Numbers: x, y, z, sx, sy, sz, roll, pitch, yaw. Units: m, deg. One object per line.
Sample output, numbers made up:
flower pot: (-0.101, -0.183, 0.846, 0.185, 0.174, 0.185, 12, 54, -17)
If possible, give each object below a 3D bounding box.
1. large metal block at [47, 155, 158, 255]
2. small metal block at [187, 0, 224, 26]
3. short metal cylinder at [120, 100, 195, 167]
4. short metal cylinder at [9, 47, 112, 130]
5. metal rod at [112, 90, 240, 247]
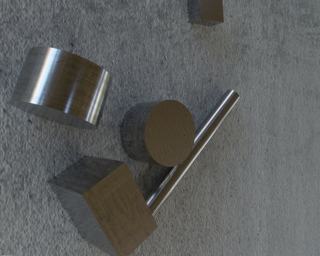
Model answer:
large metal block: (-0.060, 0.078, 0.319, 0.050, 0.080, 0.080, -37, 113, -34)
small metal block: (0.068, -0.182, 0.461, 0.050, 0.025, 0.050, -8, 95, -40)
short metal cylinder: (-0.002, 0.006, 0.387, 0.081, 0.050, 0.079, 0, 90, -40)
short metal cylinder: (-0.091, -0.034, 0.292, 0.080, 0.080, 0.050, 24, 75, -38)
metal rod: (0.031, 0.048, 0.431, 0.301, 0.025, 0.025, -49, 119, -29)
